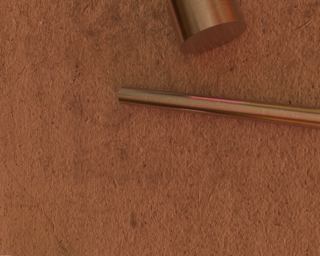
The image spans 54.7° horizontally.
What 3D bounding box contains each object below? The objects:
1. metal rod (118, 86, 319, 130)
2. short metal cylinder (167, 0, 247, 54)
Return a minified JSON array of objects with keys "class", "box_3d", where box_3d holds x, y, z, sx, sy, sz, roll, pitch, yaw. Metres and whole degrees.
[{"class":"metal rod","box_3d":[0.089,-0.024,0.377,0.301,0.025,0.025,9,93,19]},{"class":"short metal cylinder","box_3d":[0.054,-0.126,0.360,0.080,0.080,0.050,-19,84,19]}]
